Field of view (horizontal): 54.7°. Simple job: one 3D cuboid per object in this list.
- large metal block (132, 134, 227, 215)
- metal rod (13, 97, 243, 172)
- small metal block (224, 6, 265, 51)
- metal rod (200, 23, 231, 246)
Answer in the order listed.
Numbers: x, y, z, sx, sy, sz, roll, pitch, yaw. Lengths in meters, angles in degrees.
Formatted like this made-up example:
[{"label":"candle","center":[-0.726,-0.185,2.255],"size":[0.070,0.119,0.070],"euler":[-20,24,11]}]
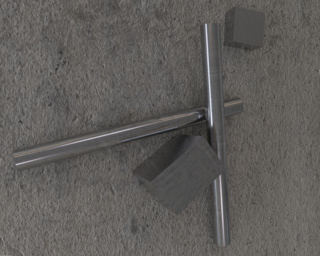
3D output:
[{"label":"large metal block","center":[0.021,0.053,0.388],"size":[0.080,0.080,0.050],"euler":[-39,103,-16]},{"label":"metal rod","center":[-0.024,0.002,0.400],"size":[0.302,0.025,0.025],"euler":[-14,95,-20]},{"label":"small metal block","center":[0.124,-0.145,0.455],"size":[0.050,0.025,0.050],"euler":[4,89,-20]},{"label":"metal rod","center":[0.076,0.017,0.415],"size":[0.025,0.025,0.298],"euler":[-9,102,-20]}]
